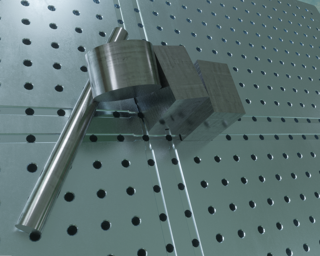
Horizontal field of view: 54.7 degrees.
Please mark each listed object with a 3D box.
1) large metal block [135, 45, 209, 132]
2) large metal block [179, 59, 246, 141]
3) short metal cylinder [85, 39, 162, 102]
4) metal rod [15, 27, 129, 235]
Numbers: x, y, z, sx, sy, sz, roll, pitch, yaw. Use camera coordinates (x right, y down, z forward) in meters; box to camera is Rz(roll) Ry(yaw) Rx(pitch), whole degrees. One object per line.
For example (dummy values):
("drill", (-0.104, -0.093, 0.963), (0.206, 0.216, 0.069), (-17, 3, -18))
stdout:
("large metal block", (0.008, -0.051, 0.410), (0.050, 0.080, 0.080), (-9, 67, -33))
("large metal block", (0.062, -0.035, 0.430), (0.050, 0.080, 0.080), (1, 61, -28))
("short metal cylinder", (-0.043, -0.065, 0.363), (0.081, 0.080, 0.050), (-10, 87, -33))
("metal rod", (-0.090, -0.023, 0.374), (0.025, 0.025, 0.300), (25, 53, -13))
